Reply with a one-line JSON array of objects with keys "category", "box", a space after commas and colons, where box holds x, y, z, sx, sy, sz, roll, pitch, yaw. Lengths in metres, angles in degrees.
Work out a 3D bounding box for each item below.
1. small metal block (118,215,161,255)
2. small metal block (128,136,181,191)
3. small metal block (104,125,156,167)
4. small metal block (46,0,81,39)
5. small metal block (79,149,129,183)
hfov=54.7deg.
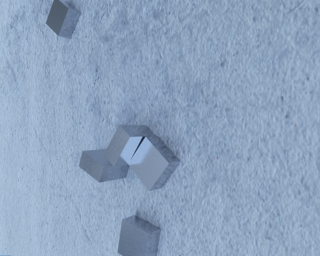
[{"category": "small metal block", "box": [-0.029, 0.156, 0.427, 0.050, 0.025, 0.050, 14, 99, 38]}, {"category": "small metal block", "box": [-0.008, 0.046, 0.410, 0.050, 0.025, 0.050, 47, 118, 29]}, {"category": "small metal block", "box": [-0.040, 0.023, 0.420, 0.025, 0.050, 0.050, 45, 117, 31]}, {"category": "small metal block", "box": [-0.170, -0.192, 0.542, 0.050, 0.025, 0.050, 44, 116, 30]}, {"category": "small metal block", "box": [-0.081, 0.054, 0.453, 0.050, 0.050, 0.025, 28, 107, 36]}]
